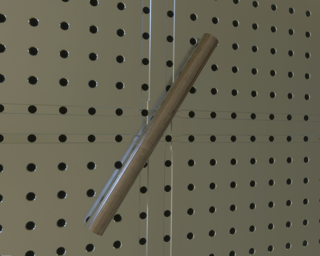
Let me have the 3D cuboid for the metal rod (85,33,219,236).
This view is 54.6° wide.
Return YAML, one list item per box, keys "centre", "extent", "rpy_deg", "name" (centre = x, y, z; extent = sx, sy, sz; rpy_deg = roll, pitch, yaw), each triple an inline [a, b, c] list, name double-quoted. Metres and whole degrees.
- centre: [-0.005, 0.000, 0.410]
  extent: [0.025, 0.025, 0.300]
  rpy_deg: [35, 79, -17]
  name: "metal rod"
